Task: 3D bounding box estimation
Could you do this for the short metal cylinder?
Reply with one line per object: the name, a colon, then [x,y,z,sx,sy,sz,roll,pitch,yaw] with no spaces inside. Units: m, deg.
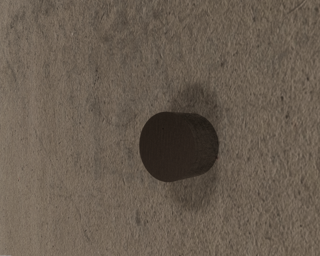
short metal cylinder: [0.022,0.021,0.369,0.080,0.050,0.079,0,90,39]
